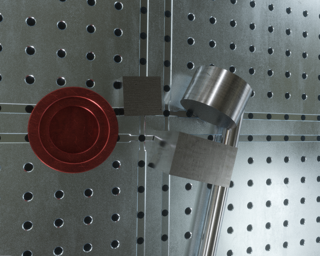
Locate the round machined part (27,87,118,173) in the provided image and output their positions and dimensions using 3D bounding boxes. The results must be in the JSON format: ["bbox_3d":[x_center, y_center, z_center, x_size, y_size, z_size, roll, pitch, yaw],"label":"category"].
[{"bbox_3d":[-0.102,0.002,0.366,0.099,0.042,0.097,0,90,-21],"label":"round machined part"}]

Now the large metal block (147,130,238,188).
[{"bbox_3d":[0.039,0.038,0.399,0.081,0.080,0.050,16,85,-20],"label":"large metal block"}]

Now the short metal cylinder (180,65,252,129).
[{"bbox_3d":[0.074,-0.040,0.412,0.080,0.080,0.050,30,80,-18],"label":"short metal cylinder"}]

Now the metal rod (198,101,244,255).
[{"bbox_3d":[0.088,0.082,0.446,0.025,0.025,0.298,14,85,-20],"label":"metal rod"}]

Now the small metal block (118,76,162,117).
[{"bbox_3d":[-0.026,-0.041,0.404,0.050,0.025,0.050,-3,91,-20],"label":"small metal block"}]
